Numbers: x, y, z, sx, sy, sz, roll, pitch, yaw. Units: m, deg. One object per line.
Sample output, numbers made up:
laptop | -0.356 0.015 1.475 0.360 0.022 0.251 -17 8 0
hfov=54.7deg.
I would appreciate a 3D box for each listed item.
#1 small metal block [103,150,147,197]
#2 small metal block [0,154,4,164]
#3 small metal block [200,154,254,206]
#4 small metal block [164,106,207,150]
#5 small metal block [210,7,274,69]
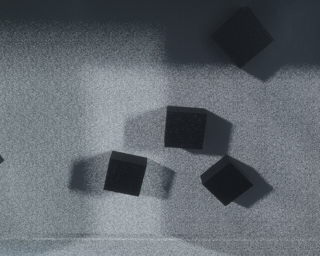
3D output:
small metal block | -0.048 0.064 0.434 0.050 0.025 0.050 13 110 -5
small metal block | -0.254 0.039 0.422 0.050 0.025 0.050 -24 109 8
small metal block | 0.094 0.074 0.440 0.050 0.025 0.050 -42 105 13
small metal block | 0.033 -0.001 0.412 0.050 0.025 0.050 4 110 -2
small metal block | 0.098 -0.108 0.373 0.050 0.025 0.050 -41 106 13
